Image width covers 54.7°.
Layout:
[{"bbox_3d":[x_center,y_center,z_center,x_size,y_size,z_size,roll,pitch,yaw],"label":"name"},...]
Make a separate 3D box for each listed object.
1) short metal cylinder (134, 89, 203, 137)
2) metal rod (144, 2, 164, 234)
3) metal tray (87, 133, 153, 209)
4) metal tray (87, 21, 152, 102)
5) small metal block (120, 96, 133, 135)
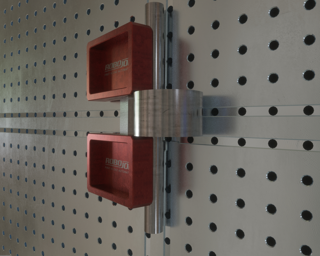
[{"bbox_3d":[0.010,-0.016,0.361,0.080,0.081,0.050,0,90,40],"label":"short metal cylinder"},{"bbox_3d":[-0.008,-0.013,0.410,0.025,0.025,0.298,0,90,40],"label":"metal rod"},{"bbox_3d":[-0.060,0.053,0.433,0.130,0.030,0.089,1,91,52],"label":"metal tray"},{"bbox_3d":[-0.061,-0.086,0.434,0.130,0.030,0.089,0,90,52],"label":"metal tray"},{"bbox_3d":[-0.037,-0.016,0.421,0.050,0.025,0.050,-177,88,-71],"label":"small metal block"}]
